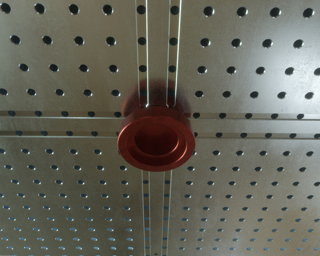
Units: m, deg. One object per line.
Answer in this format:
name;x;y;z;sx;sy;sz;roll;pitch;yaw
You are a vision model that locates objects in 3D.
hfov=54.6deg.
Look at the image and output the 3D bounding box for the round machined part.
round machined part;-0.005;0.010;0.408;0.099;0.042;0.097;0;130;0
